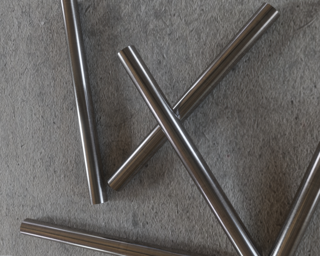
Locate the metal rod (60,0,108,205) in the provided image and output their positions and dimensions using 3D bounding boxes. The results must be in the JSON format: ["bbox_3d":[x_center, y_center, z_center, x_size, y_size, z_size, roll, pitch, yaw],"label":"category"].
[{"bbox_3d":[-0.110,-0.042,0.447,0.025,0.025,0.298,-10,87,20],"label":"metal rod"}]

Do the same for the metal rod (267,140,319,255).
[{"bbox_3d":[0.154,0.112,0.354,0.025,0.025,0.298,23,98,18],"label":"metal rod"}]

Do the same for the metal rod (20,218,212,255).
[{"bbox_3d":[-0.067,0.163,0.432,0.301,0.025,0.025,4,92,19],"label":"metal rod"}]

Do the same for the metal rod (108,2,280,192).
[{"bbox_3d":[0.034,-0.030,0.396,0.025,0.025,0.299,45,104,14],"label":"metal rod"}]

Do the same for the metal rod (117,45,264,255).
[{"bbox_3d":[0.036,0.033,0.375,0.025,0.025,0.299,-32,88,17],"label":"metal rod"}]
